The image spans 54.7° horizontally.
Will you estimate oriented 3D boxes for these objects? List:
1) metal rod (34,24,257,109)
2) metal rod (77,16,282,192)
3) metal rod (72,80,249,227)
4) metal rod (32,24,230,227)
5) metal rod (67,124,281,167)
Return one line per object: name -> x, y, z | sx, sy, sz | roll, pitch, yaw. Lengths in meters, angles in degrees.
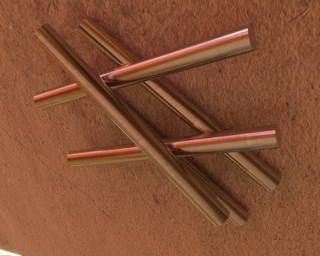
metal rod -> -0.042, -0.060, 0.360 | 0.300, 0.025, 0.025 | -10, 114, 32
metal rod -> 0.023, -0.029, 0.376 | 0.300, 0.025, 0.025 | 40, 129, 0
metal rod -> 0.001, 0.026, 0.421 | 0.300, 0.025, 0.025 | 42, 129, -1
metal rod -> -0.029, 0.001, 0.358 | 0.300, 0.025, 0.025 | 46, 129, -5
metal rod -> -0.005, 0.028, 0.395 | 0.300, 0.025, 0.025 | -9, 114, 31
